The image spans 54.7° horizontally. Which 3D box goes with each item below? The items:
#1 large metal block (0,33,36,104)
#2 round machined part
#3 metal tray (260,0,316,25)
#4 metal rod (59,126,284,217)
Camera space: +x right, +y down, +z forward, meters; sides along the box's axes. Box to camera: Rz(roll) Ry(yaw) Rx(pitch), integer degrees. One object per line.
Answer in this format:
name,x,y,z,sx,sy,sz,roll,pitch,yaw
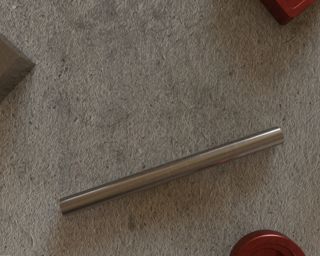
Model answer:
large metal block,-0.225,-0.083,0.394,0.080,0.050,0.080,42,90,-1
round machined part,0.137,0.181,0.404,0.099,0.042,0.097,0,90,-1
metal tray,0.161,-0.216,0.409,0.090,0.030,0.130,-39,91,-1
metal rod,0.016,0.057,0.410,0.302,0.025,0.025,-18,90,-1
